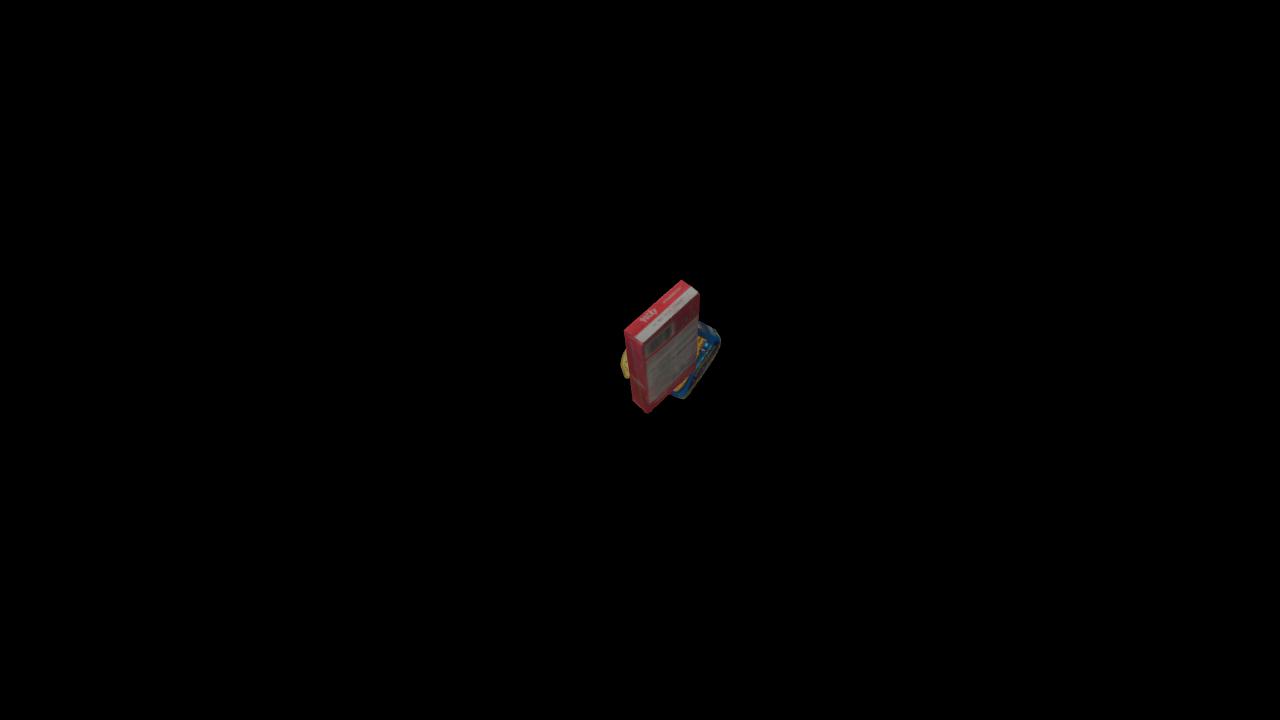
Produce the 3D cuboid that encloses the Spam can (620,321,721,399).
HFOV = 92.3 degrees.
[{"bbox_3d":[0.038,-0.010,0.756,0.085,0.101,0.058,23,23,-23],"label":"Spam can"}]

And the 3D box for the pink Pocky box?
[{"bbox_3d":[0.025,-0.009,0.655,0.029,0.084,0.155,40,-20,23],"label":"pink Pocky box"}]
